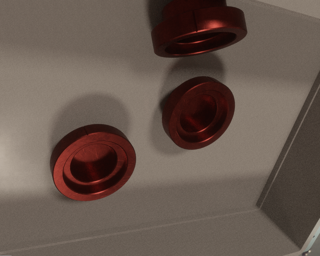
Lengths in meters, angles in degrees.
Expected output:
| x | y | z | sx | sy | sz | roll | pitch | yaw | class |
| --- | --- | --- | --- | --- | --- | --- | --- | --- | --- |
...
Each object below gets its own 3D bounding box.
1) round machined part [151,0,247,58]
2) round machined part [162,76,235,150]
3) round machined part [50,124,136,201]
| x | y | z | sx | sy | sz | roll | pitch | yaw | class |
| --- | --- | --- | --- | --- | --- | --- | --- | --- | --- |
| 0.039 | -0.109 | 0.328 | 0.099 | 0.098 | 0.042 | -10 | 90 | -24 | round machined part |
| 0.047 | -0.023 | 0.411 | 0.099 | 0.042 | 0.097 | -14 | 125 | -21 | round machined part |
| -0.083 | 0.037 | 0.377 | 0.099 | 0.042 | 0.097 | -14 | 125 | -21 | round machined part |
